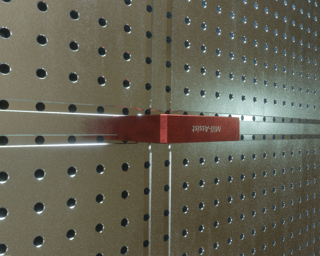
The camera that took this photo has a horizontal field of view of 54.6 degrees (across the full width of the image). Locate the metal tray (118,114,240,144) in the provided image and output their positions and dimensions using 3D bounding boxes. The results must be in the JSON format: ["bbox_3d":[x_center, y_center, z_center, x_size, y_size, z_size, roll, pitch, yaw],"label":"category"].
[{"bbox_3d":[0.025,0.001,0.386,0.131,0.090,0.030,0,90,-40],"label":"metal tray"}]
